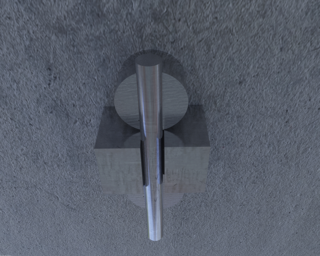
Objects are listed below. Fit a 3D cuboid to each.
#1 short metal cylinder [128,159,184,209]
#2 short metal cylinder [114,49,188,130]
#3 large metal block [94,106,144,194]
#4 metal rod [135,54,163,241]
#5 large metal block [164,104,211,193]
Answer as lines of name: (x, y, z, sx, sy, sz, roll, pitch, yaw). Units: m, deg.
short metal cylinder: (-0.006, 0.075, 0.457, 0.081, 0.050, 0.079, 0, 130, 0)
short metal cylinder: (-0.009, -0.043, 0.356, 0.081, 0.050, 0.079, 0, 130, 0)
large metal block: (-0.046, 0.027, 0.395, 0.050, 0.080, 0.079, -1, 130, 0)
metal rod: (-0.009, 0.050, 0.385, 0.025, 0.025, 0.298, -1, 130, 0)
large metal block: (0.031, 0.025, 0.394, 0.050, 0.080, 0.079, -1, 130, 0)
